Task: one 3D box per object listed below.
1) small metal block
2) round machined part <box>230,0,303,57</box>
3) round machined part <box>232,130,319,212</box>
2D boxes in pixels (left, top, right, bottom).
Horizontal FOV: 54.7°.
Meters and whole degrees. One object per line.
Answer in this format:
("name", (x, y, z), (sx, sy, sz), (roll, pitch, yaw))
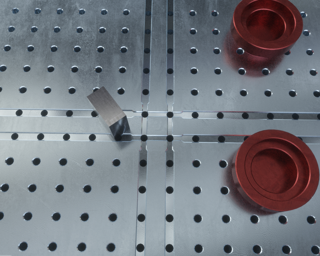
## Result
("small metal block", (-0.066, -0.019, 0.405), (0.025, 0.050, 0.050), (-36, 74, -12))
("round machined part", (0.153, -0.145, 0.457), (0.099, 0.042, 0.098), (0, 70, 0))
("round machined part", (0.138, 0.054, 0.384), (0.099, 0.042, 0.098), (0, 70, 0))
